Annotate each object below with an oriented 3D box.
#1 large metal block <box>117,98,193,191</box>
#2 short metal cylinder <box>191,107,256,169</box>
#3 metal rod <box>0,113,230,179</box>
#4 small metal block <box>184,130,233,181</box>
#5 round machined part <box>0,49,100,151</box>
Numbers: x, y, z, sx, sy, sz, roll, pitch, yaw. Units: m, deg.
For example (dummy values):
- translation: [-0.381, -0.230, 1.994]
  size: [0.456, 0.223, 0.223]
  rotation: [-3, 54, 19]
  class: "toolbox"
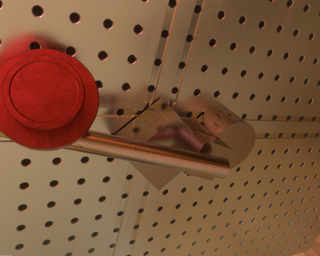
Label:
- translation: [-0.001, 0.022, 0.407]
  size: [0.080, 0.050, 0.080]
  rotation: [-40, 130, -2]
  class: "large metal block"
- translation: [0.092, 0.015, 0.457]
  size: [0.081, 0.050, 0.079]
  rotation: [-14, 125, -21]
  class: "short metal cylinder"
- translation: [-0.065, 0.017, 0.331]
  size: [0.302, 0.025, 0.025]
  rotation: [13, 113, -16]
  class: "metal rod"
- translation: [0.057, 0.036, 0.399]
  size: [0.050, 0.025, 0.050]
  rotation: [20, 108, -36]
  class: "small metal block"
- translation: [-0.107, -0.029, 0.290]
  size: [0.099, 0.042, 0.097]
  rotation: [3, 79, -17]
  class: "round machined part"
